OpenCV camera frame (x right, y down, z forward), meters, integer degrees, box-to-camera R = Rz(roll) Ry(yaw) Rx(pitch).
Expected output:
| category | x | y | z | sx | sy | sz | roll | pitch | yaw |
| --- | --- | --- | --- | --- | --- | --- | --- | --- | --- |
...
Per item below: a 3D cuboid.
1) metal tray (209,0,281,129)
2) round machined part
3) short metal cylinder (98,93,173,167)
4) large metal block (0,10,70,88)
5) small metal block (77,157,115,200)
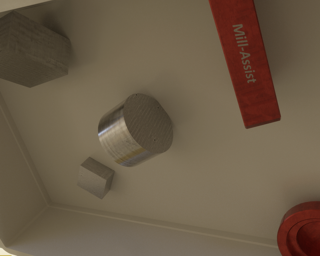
| category | x | y | z | sx | sy | sz | roll | pitch | yaw |
| --- | --- | --- | --- | --- | --- | --- | --- | --- | --- |
| metal tray | 0.071 | -0.076 | 0.278 | 0.030 | 0.090 | 0.129 | -16 | 112 | 15 |
| round machined part | 0.194 | 0.130 | 0.368 | 0.098 | 0.042 | 0.097 | 10 | 112 | 27 |
| short metal cylinder | -0.030 | 0.003 | 0.389 | 0.050 | 0.080 | 0.080 | -30 | 102 | 37 |
| large metal block | -0.175 | -0.095 | 0.396 | 0.080 | 0.080 | 0.050 | -10 | 73 | 32 |
| small metal block | -0.107 | 0.083 | 0.515 | 0.050 | 0.025 | 0.050 | 27 | 128 | 10 |
